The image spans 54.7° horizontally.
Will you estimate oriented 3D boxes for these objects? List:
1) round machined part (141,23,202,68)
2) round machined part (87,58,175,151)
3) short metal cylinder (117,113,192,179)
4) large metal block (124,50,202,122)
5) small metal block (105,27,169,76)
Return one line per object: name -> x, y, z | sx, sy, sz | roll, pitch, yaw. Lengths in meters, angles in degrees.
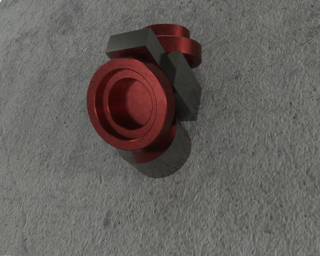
round machined part -> 0.006, -0.107, 0.415 | 0.098, 0.098, 0.042 | -2, 86, 27
round machined part -> -0.028, -0.027, 0.339 | 0.098, 0.042, 0.097 | 6, 103, 26
short metal cylinder -> -0.007, 0.017, 0.383 | 0.080, 0.050, 0.080 | -13, 56, 20
large metal block -> 0.000, -0.049, 0.398 | 0.080, 0.080, 0.050 | -2, 61, 27
small metal block -> -0.024, -0.081, 0.347 | 0.050, 0.050, 0.025 | -3, 60, 27
